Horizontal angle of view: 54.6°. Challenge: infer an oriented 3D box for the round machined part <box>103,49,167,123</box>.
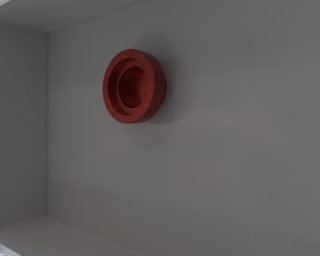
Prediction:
[{"bbox_3d":[-0.030,-0.055,0.422,0.098,0.042,0.097,0,90,40],"label":"round machined part"}]
